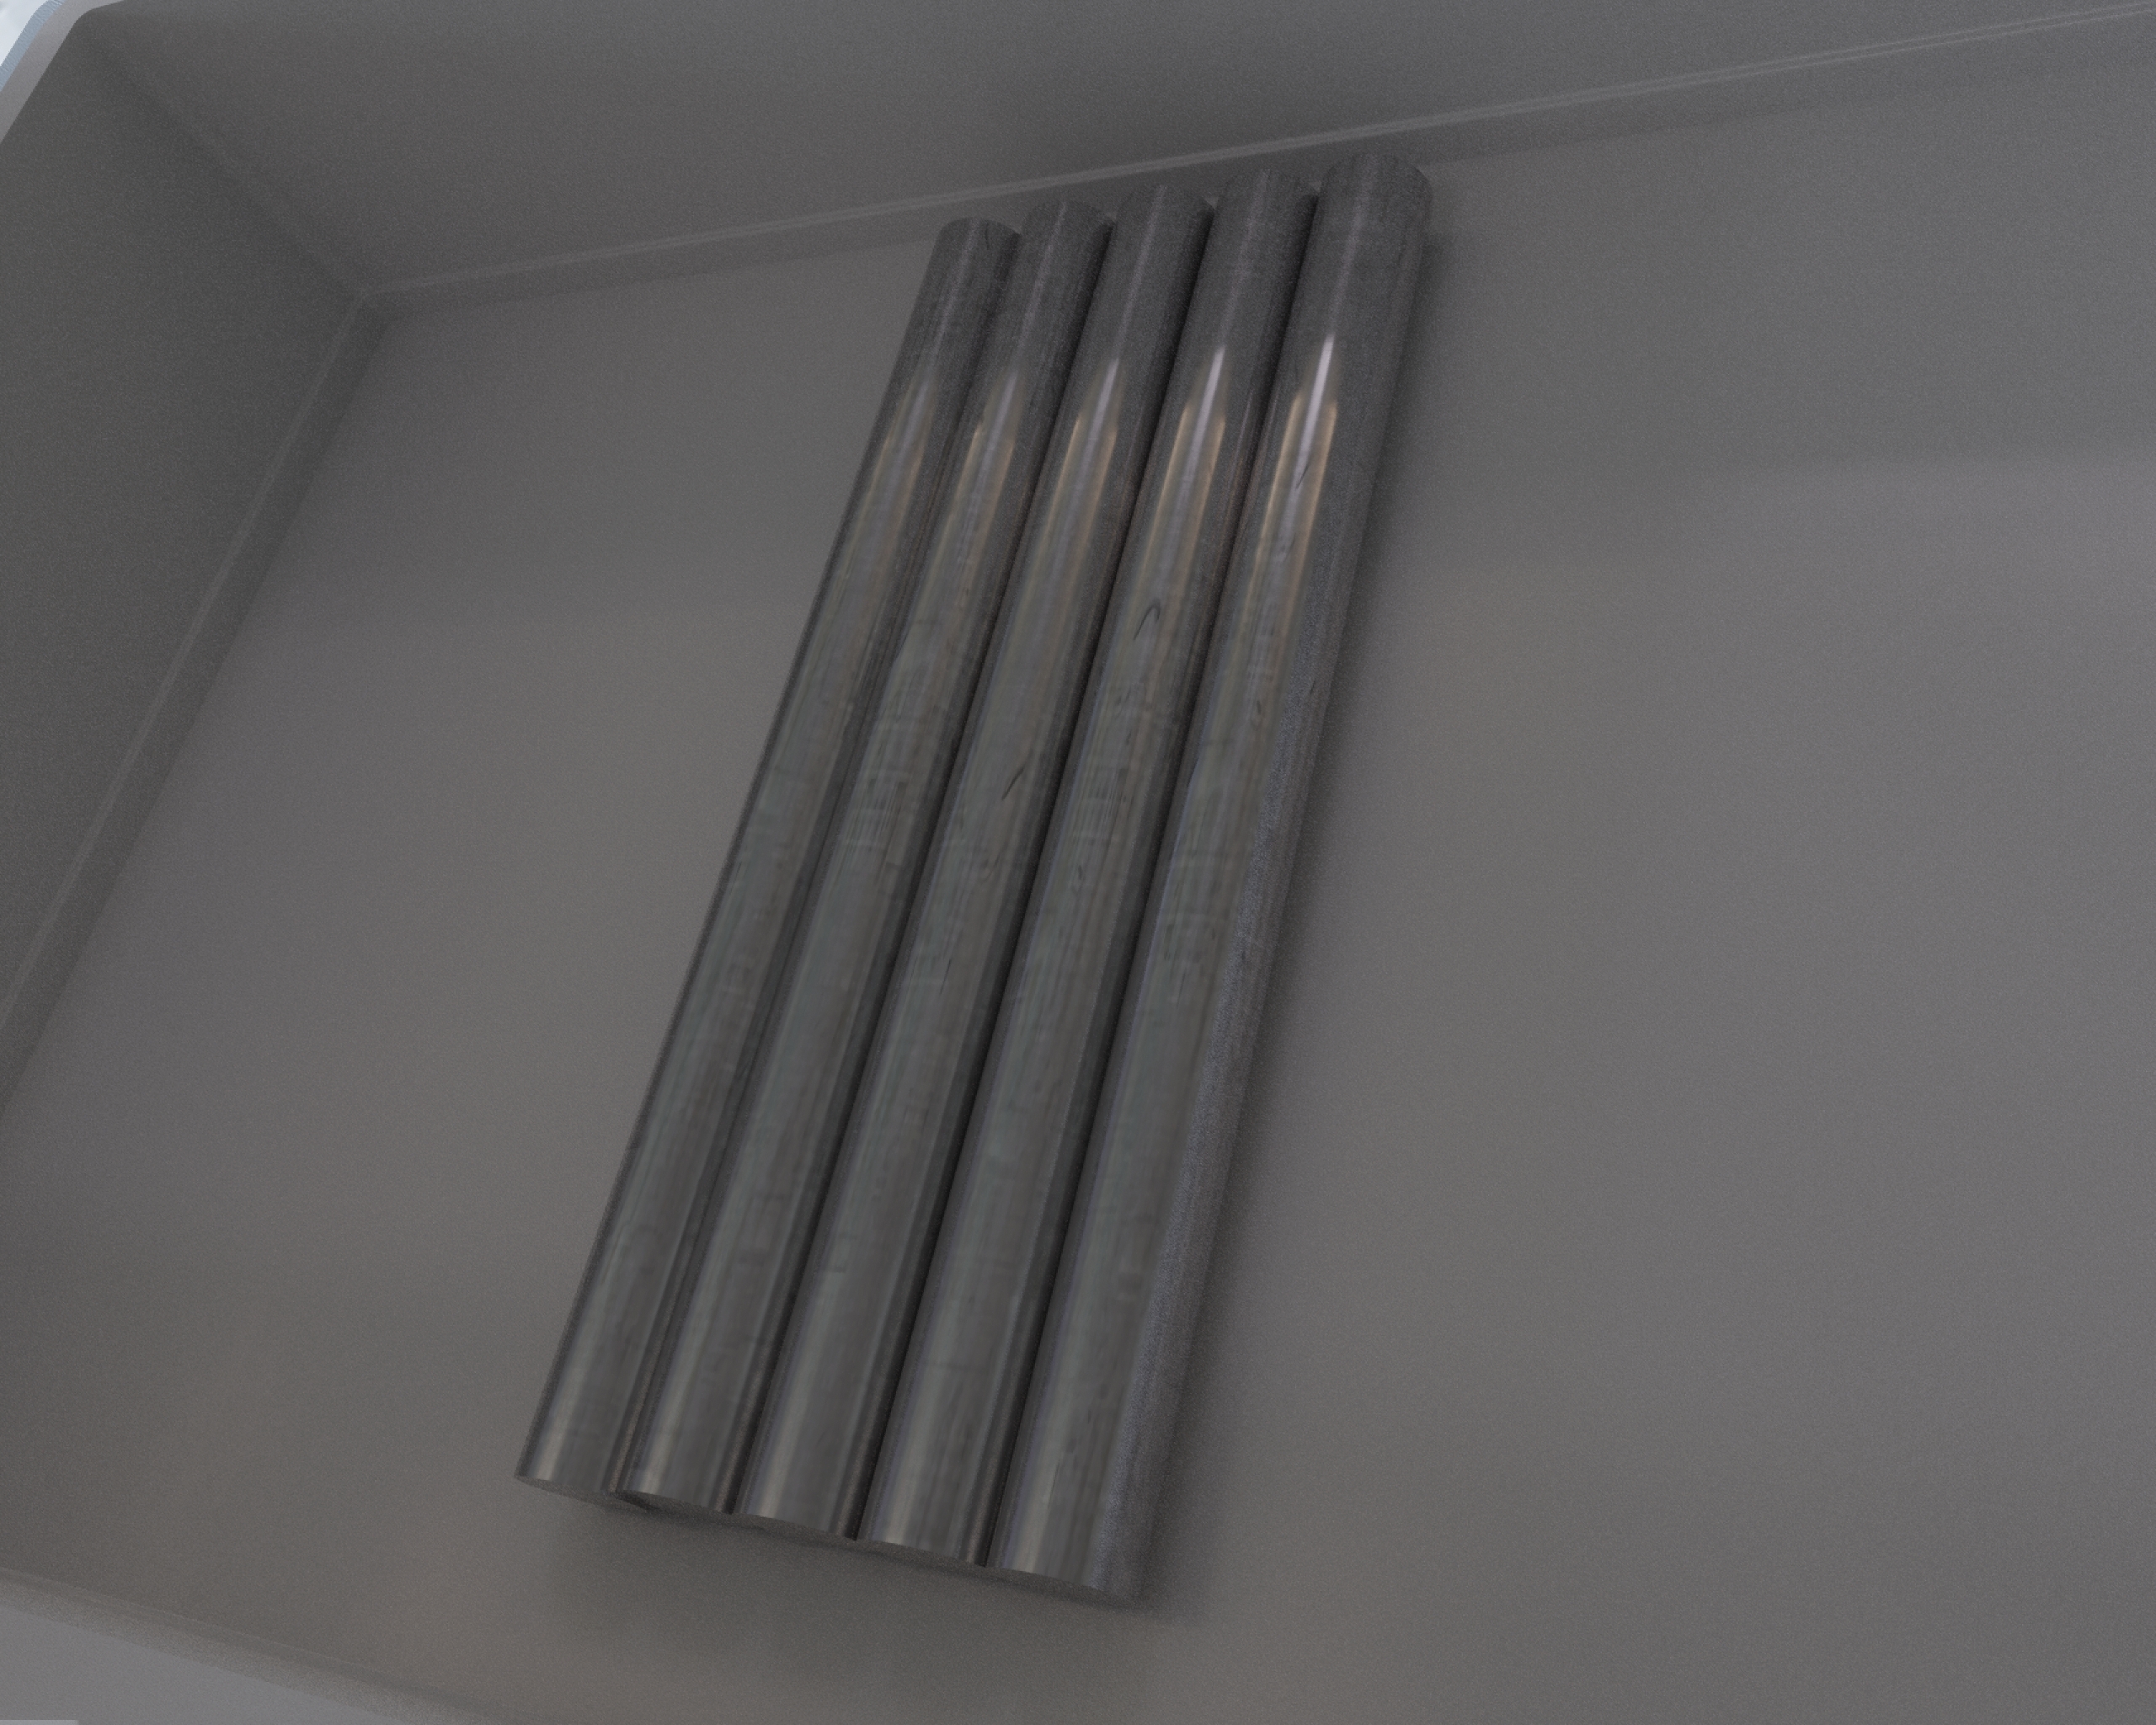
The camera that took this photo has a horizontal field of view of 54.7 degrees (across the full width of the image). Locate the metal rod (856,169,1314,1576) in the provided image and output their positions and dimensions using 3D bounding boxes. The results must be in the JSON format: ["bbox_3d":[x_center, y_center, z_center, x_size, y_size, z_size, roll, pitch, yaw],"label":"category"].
[{"bbox_3d":[0.010,-0.016,0.409,0.025,0.025,0.300,0,62,28],"label":"metal rod"}]

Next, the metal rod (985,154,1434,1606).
[{"bbox_3d":[0.032,-0.015,0.397,0.025,0.025,0.300,0,62,28],"label":"metal rod"}]

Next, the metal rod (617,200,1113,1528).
[{"bbox_3d":[-0.035,-0.017,0.433,0.025,0.025,0.300,0,62,28],"label":"metal rod"}]

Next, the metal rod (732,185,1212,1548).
[{"bbox_3d":[-0.013,-0.016,0.421,0.025,0.025,0.300,0,62,28],"label":"metal rod"}]

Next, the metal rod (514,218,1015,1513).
[{"bbox_3d":[-0.057,-0.016,0.444,0.025,0.025,0.300,0,62,28],"label":"metal rod"}]
